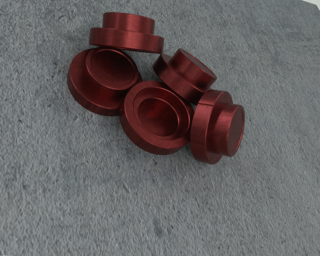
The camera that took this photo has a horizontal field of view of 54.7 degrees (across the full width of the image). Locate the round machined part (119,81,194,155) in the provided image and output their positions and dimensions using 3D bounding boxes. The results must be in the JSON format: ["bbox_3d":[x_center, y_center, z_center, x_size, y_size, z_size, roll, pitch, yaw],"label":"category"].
[{"bbox_3d":[-0.006,-0.009,0.398,0.099,0.042,0.098,14,56,-21],"label":"round machined part"}]

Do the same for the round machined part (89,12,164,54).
[{"bbox_3d":[-0.043,-0.126,0.412,0.099,0.098,0.042,1,103,-28],"label":"round machined part"}]

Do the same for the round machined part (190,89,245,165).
[{"bbox_3d":[0.080,0.000,0.404,0.042,0.097,0.098,12,44,29],"label":"round machined part"}]

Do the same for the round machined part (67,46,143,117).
[{"bbox_3d":[-0.067,-0.067,0.402,0.099,0.042,0.098,14,56,-21],"label":"round machined part"}]

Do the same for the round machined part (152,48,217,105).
[{"bbox_3d":[0.041,-0.075,0.436,0.098,0.042,0.098,33,21,-14],"label":"round machined part"}]
